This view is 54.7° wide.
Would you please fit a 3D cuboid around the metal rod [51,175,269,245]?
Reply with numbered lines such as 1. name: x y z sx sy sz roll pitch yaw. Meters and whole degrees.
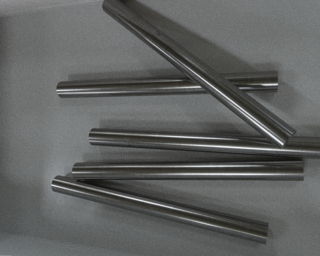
1. metal rod: -0.014 0.104 0.415 0.301 0.025 0.025 8 93 19

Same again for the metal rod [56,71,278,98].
1. metal rod: -0.004 -0.056 0.411 0.301 0.025 0.025 1 90 19

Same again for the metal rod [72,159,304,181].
1. metal rod: 0.021 0.055 0.403 0.301 0.025 0.025 -3 89 19

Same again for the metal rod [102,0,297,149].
1. metal rod: 0.031 -0.081 0.377 0.300 0.025 0.025 43 103 23

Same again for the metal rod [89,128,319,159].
1. metal rod: 0.046 0.018 0.393 0.301 0.025 0.025 2 91 19
